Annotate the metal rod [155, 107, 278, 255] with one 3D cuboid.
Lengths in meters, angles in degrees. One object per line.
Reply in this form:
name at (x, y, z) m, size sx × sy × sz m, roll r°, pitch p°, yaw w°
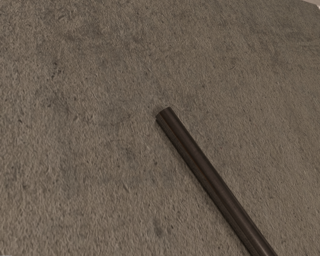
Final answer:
metal rod at (0.089, 0.099, 0.392) m, size 0.025 × 0.025 × 0.299 m, roll -27°, pitch 77°, yaw -37°
